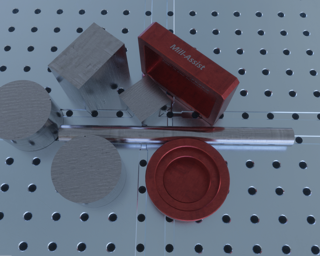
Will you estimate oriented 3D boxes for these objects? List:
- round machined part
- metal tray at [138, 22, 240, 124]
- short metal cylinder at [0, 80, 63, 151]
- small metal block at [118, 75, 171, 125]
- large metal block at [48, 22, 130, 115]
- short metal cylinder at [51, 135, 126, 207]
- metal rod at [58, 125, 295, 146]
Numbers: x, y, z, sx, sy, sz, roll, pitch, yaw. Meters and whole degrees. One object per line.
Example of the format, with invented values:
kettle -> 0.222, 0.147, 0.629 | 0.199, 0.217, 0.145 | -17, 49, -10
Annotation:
round machined part -> 0.032, 0.064, 0.379 | 0.099, 0.042, 0.098 | 0, 70, 0
metal tray -> 0.032, -0.068, 0.402 | 0.130, 0.090, 0.030 | 38, 75, 13
short metal cylinder -> -0.173, -0.015, 0.402 | 0.081, 0.050, 0.080 | 0, 70, 0
small metal block -> -0.020, -0.036, 0.425 | 0.050, 0.025, 0.050 | -37, 74, -13
large metal block -> -0.088, -0.075, 0.410 | 0.050, 0.080, 0.080 | 37, 74, 12
short metal cylinder -> -0.084, 0.054, 0.377 | 0.081, 0.050, 0.080 | 0, 70, 0
metal rod -> 0.021, 0.010, 0.408 | 0.302, 0.025, 0.025 | 1, 70, 0
